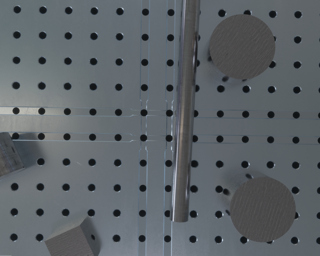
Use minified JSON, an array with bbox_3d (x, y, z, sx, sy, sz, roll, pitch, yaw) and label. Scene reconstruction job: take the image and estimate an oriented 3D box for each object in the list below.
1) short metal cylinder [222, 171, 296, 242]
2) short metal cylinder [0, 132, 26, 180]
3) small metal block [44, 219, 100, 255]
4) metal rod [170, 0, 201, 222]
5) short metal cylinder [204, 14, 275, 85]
[{"bbox_3d":[0.125,0.099,0.402,0.081,0.050,0.079,0,90,0],"label":"short metal cylinder"},{"bbox_3d":[-0.218,0.044,0.384,0.080,0.080,0.050,-25,90,0],"label":"short metal cylinder"},{"bbox_3d":[-0.116,0.159,0.413,0.050,0.025,0.050,-25,90,0],"label":"small metal block"},{"bbox_3d":[0.033,-0.027,0.413,0.025,0.025,0.298,3,90,0],"label":"metal rod"},{"bbox_3d":[0.100,-0.099,0.402,0.081,0.050,0.079,0,90,0],"label":"short metal cylinder"}]
